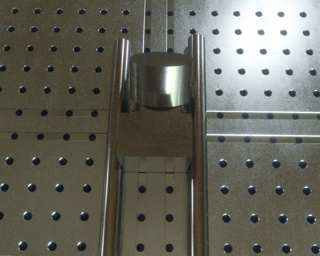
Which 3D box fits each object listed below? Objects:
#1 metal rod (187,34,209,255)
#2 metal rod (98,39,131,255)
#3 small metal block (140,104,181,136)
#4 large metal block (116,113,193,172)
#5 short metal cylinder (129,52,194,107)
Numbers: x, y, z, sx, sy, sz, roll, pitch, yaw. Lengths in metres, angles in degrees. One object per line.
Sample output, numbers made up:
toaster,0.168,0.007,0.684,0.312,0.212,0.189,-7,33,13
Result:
metal rod,0.049,0.009,0.409,0.025,0.025,0.299,2,70,0
metal rod,-0.057,0.016,0.405,0.025,0.025,0.299,1,70,0
small metal block,0.000,-0.009,0.402,0.050,0.050,0.025,1,70,0
large metal block,-0.005,0.020,0.372,0.081,0.080,0.050,1,70,0
short metal cylinder,0.001,-0.065,0.399,0.081,0.050,0.080,1,26,0
